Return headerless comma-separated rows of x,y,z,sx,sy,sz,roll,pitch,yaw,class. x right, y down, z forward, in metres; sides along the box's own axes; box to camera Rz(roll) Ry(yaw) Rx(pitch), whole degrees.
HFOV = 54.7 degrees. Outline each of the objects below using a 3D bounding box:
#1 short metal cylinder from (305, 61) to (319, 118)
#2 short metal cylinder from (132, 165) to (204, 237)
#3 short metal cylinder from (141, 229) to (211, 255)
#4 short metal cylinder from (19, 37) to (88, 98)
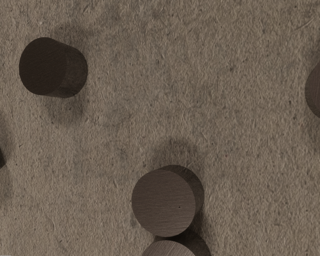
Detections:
0.199,-0.042,0.326,0.080,0.050,0.079,0,90,19,short metal cylinder
0.011,0.089,0.391,0.080,0.050,0.079,0,90,19,short metal cylinder
0.020,0.172,0.388,0.080,0.050,0.079,0,90,19,short metal cylinder
-0.153,-0.085,0.448,0.080,0.050,0.079,0,90,19,short metal cylinder
